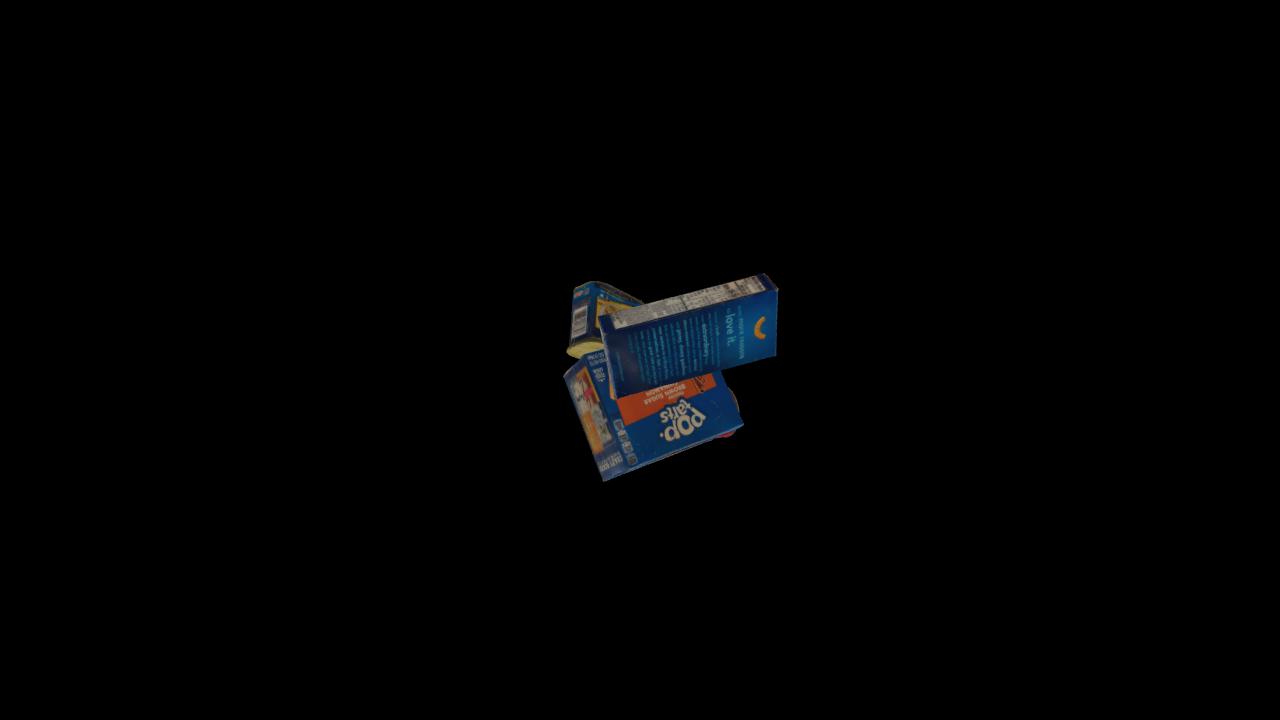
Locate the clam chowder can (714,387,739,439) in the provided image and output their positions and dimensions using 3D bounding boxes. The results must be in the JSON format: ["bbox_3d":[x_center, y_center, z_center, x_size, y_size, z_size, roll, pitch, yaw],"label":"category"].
[{"bbox_3d":[0.061,0.067,0.751,0.102,0.068,0.068,-4,2,-28],"label":"clam chowder can"}]

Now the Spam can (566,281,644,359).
[{"bbox_3d":[-0.039,-0.040,0.763,0.058,0.085,0.101,-18,-29,40],"label":"Spam can"}]

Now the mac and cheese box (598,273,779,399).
[{"bbox_3d":[0.053,-0.025,0.652,0.184,0.093,0.041,-15,40,-6],"label":"mac and cheese box"}]

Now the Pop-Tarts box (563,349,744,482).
[{"bbox_3d":[0.016,0.048,0.746,0.167,0.141,0.083,-16,-12,-28],"label":"Pop-Tarts box"}]
